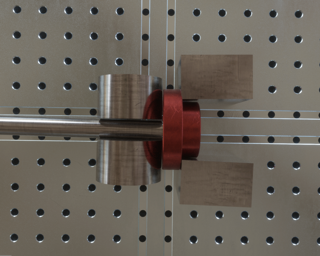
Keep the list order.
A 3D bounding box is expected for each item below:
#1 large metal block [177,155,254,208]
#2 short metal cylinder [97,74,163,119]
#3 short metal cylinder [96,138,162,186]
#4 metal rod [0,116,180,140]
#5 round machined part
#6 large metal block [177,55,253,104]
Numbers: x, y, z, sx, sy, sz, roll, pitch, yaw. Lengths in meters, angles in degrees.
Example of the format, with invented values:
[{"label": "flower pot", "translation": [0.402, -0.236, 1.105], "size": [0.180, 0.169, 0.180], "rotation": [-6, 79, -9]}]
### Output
[{"label": "large metal block", "translation": [0.064, 0.062, 0.387], "size": [0.080, 0.080, 0.050], "rotation": [3, 90, 0]}, {"label": "short metal cylinder", "translation": [-0.037, -0.036, 0.385], "size": [0.081, 0.080, 0.050], "rotation": [1, 91, 0]}, {"label": "short metal cylinder", "translation": [-0.038, 0.039, 0.385], "size": [0.081, 0.080, 0.050], "rotation": [1, 91, 0]}, {"label": "metal rod", "translation": [-0.120, -0.001, 0.401], "size": [0.302, 0.025, 0.025], "rotation": [2, 90, 4]}, {"label": "round machined part", "translation": [0.025, 0.002, 0.376], "size": [0.042, 0.098, 0.097], "rotation": [1, 90, 0]}, {"label": "large metal block", "translation": [0.064, -0.058, 0.387], "size": [0.081, 0.080, 0.050], "rotation": [0, 90, 0]}]
